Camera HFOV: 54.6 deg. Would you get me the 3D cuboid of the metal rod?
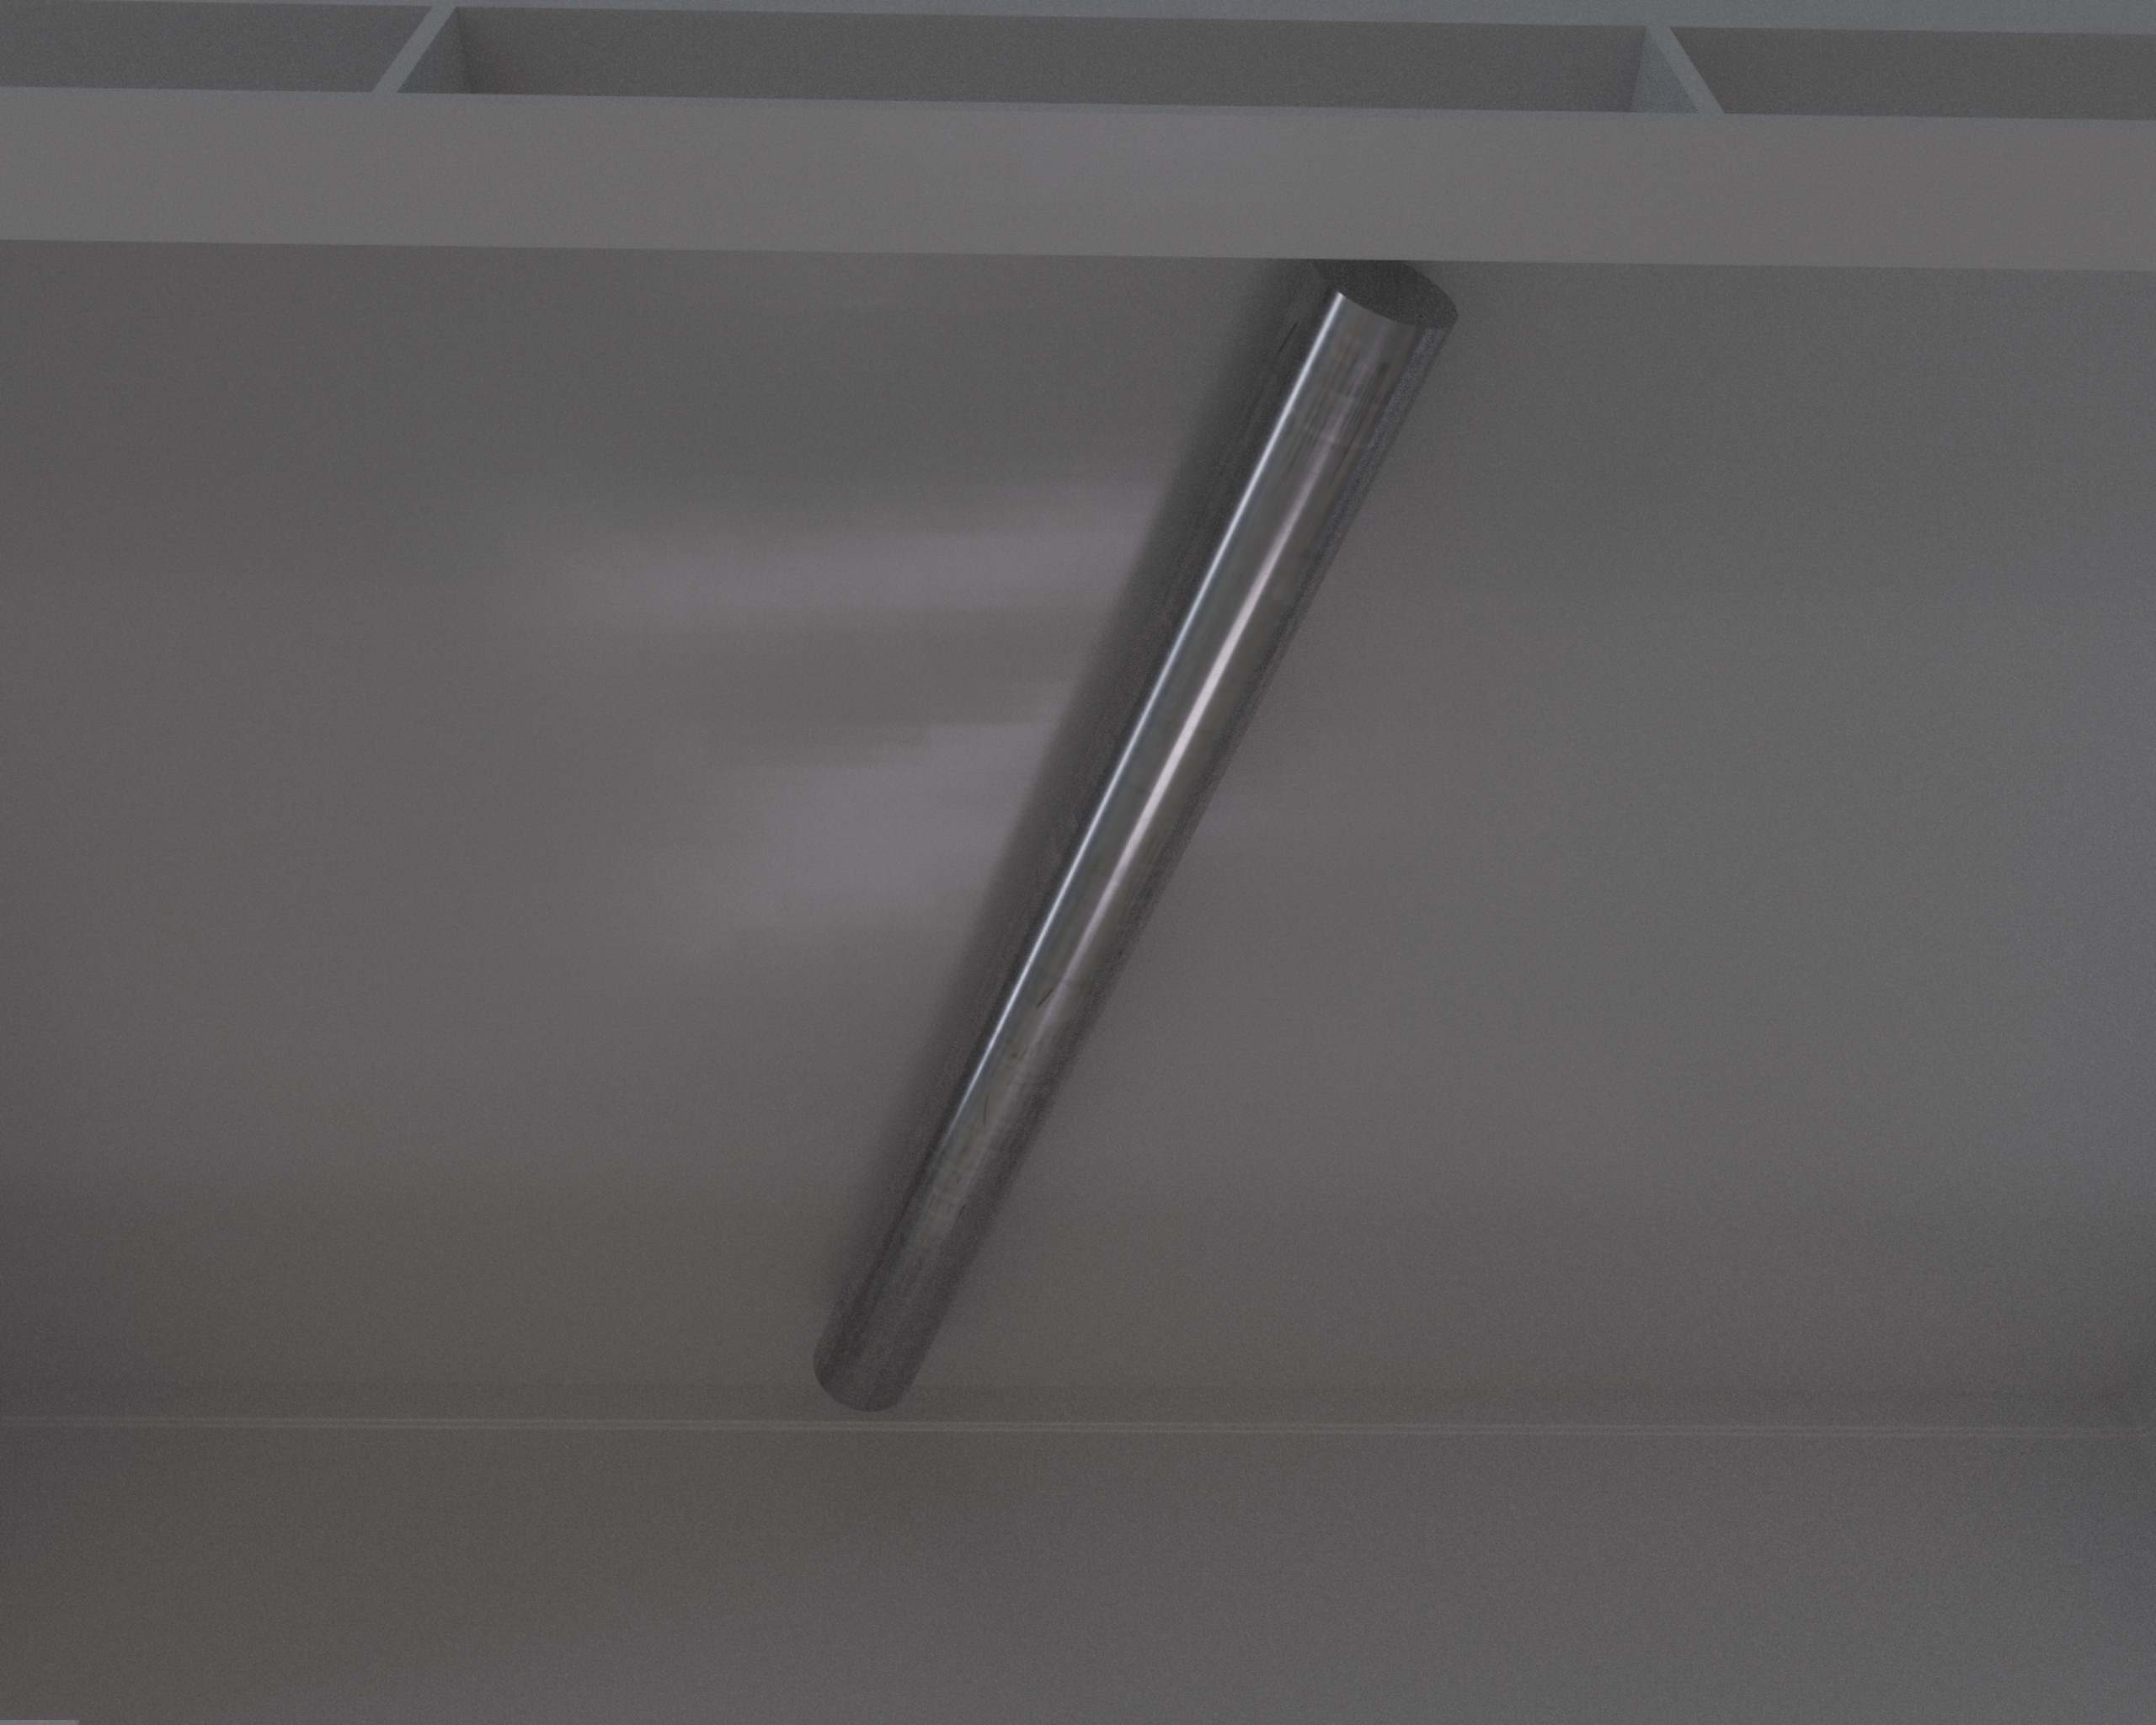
[{"bbox_3d":[-0.002,0.016,0.419,0.025,0.025,0.298,15,129,-13],"label":"metal rod"}]
